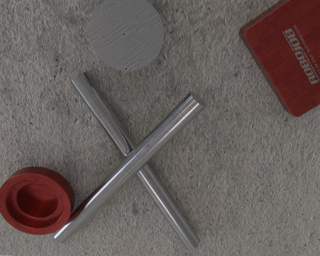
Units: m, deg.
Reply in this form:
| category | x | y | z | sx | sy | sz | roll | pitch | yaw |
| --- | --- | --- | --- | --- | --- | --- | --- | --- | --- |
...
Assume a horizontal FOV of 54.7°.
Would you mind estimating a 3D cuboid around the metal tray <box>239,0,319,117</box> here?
| category | x | y | z | sx | sy | sz | roll | pitch | yaw |
| --- | --- | --- | --- | --- | --- | --- | --- | --- | --- |
| metal tray | 0.169 | -0.089 | 0.376 | 0.090 | 0.030 | 0.130 | -34 | 107 | 11 |

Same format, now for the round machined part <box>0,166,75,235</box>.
| category | x | y | z | sx | sy | sz | roll | pitch | yaw |
| --- | --- | --- | --- | --- | --- | --- | --- | --- | --- |
| round machined part | -0.168 | 0.097 | 0.435 | 0.099 | 0.042 | 0.097 | 0 | 110 | 0 |

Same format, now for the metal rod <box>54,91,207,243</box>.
| category | x | y | z | sx | sy | sz | roll | pitch | yaw |
| --- | --- | --- | --- | --- | --- | --- | --- | --- | --- |
| metal rod | -0.053 | 0.065 | 0.409 | 0.025 | 0.025 | 0.299 | 39 | 114 | -13 |

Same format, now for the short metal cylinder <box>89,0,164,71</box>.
| category | x | y | z | sx | sy | sz | roll | pitch | yaw |
| --- | --- | --- | --- | --- | --- | --- | --- | --- | --- |
| short metal cylinder | -0.036 | -0.109 | 0.356 | 0.081 | 0.050 | 0.079 | 0 | 110 | 0 |

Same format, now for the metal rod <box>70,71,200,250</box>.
| category | x | y | z | sx | sy | sz | roll | pitch | yaw |
| --- | --- | --- | --- | --- | --- | --- | --- | --- | --- |
| metal rod | -0.025 | 0.056 | 0.430 | 0.025 | 0.025 | 0.299 | -29 | 108 | 10 |
